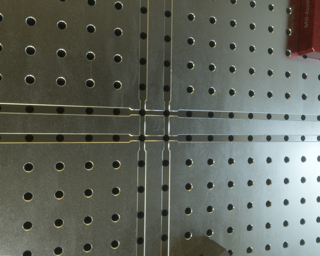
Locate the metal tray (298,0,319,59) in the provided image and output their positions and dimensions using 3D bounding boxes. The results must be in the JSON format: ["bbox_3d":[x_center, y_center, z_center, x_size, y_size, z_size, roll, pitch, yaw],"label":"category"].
[{"bbox_3d":[0.279,-0.182,0.515,0.091,0.030,0.129,5,89,-20],"label":"metal tray"}]

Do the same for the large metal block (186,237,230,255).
[{"bbox_3d":[0.067,0.214,0.426,0.080,0.050,0.080,-34,101,-17],"label":"large metal block"}]
